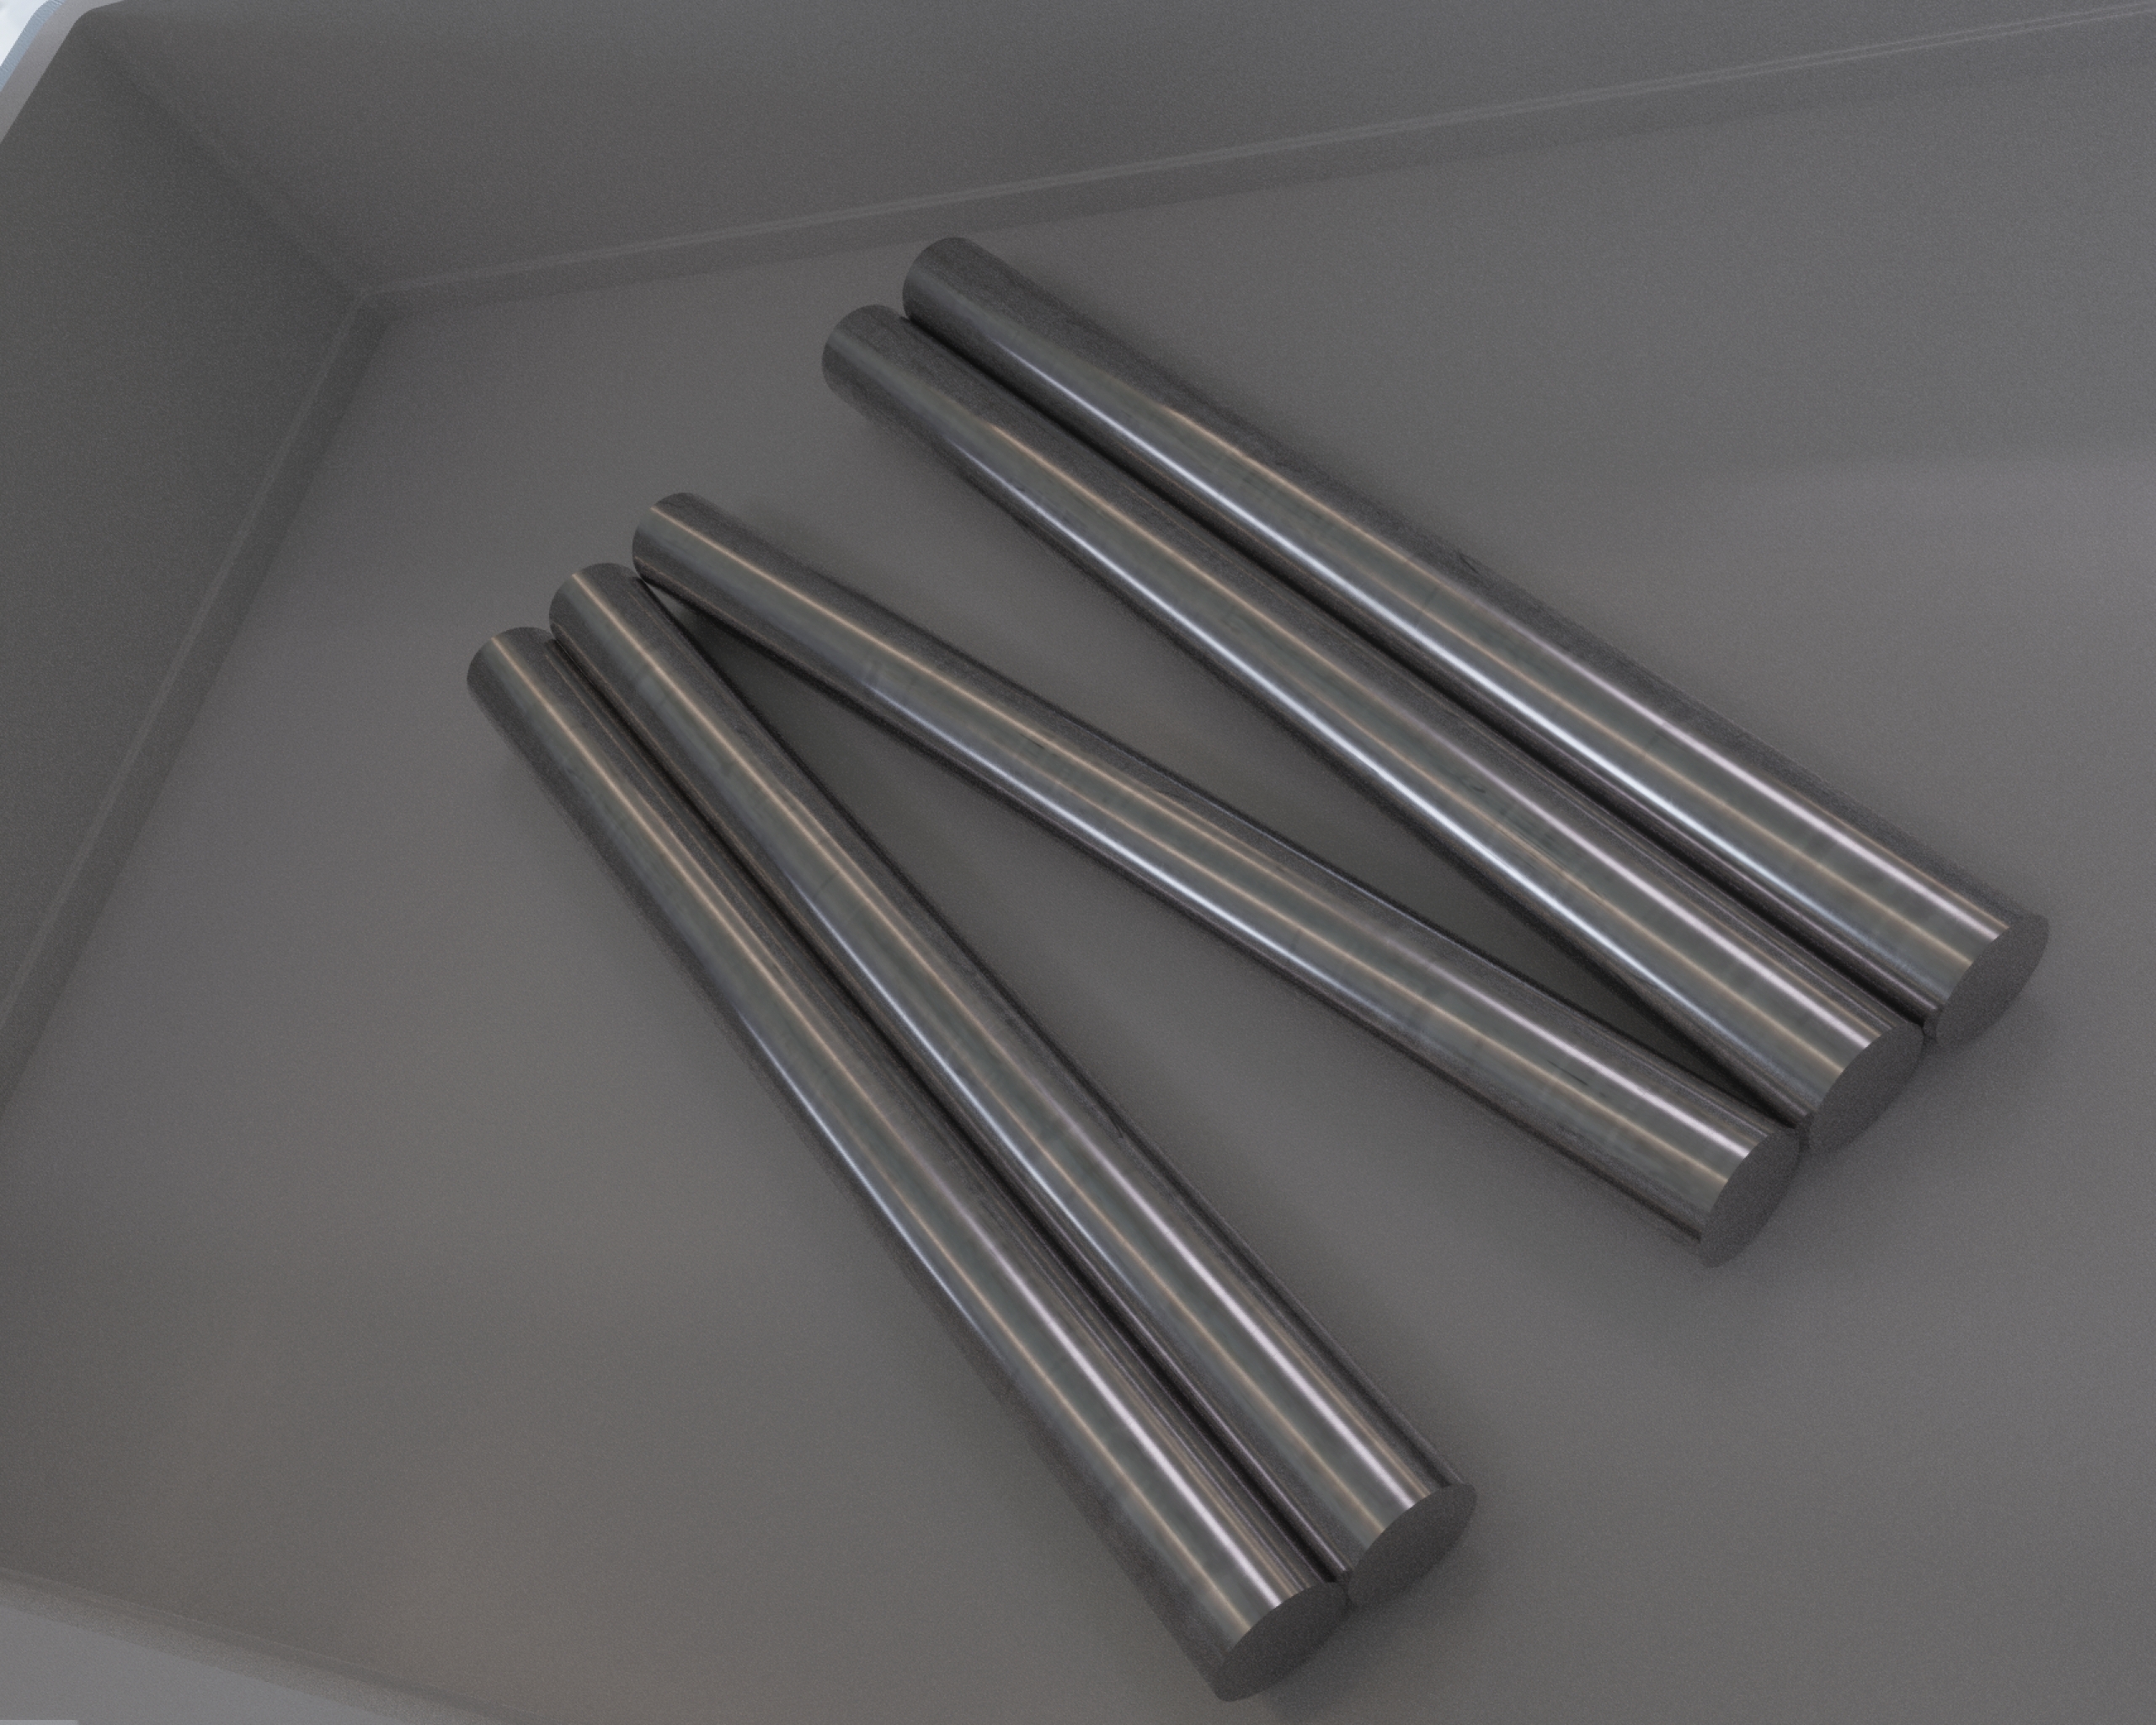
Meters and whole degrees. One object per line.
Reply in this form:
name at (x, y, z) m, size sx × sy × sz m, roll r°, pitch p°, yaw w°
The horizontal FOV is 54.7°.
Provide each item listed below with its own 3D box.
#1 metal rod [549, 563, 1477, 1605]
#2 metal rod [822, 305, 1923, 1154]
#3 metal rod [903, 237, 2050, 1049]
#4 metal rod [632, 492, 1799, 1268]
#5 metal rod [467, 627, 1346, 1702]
metal rod at (-0.032, 0.021, 0.409) m, size 0.025 × 0.025 × 0.300 m, roll -44°, pitch 51°, yaw -2°
metal rod at (0.035, -0.044, 0.413) m, size 0.025 × 0.025 × 0.300 m, roll -45°, pitch 51°, yaw -3°
metal rod at (0.054, -0.061, 0.413) m, size 0.025 × 0.025 × 0.300 m, roll -45°, pitch 51°, yaw -3°
metal rod at (0.003, -0.013, 0.411) m, size 0.300 × 0.025 × 0.025 m, roll 33°, pitch 80°, yaw 38°
metal rod at (-0.052, 0.036, 0.410) m, size 0.025 × 0.025 × 0.300 m, roll -44°, pitch 51°, yaw -2°
